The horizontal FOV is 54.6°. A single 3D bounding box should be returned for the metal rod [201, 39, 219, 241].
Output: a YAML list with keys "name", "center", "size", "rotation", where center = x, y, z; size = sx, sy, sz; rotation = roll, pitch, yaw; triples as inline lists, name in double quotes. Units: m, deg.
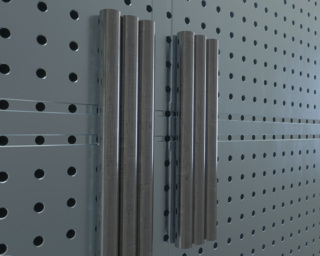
- name: "metal rod"
  center: [0.075, 0.017, 0.470]
  size: [0.025, 0.025, 0.298]
  rotation: [1, 89, -40]

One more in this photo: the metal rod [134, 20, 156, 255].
- name: "metal rod"
  center: [-0.020, 0.017, 0.391]
  size: [0.025, 0.025, 0.298]
  rotation: [1, 89, -40]

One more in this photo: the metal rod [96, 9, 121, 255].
- name: "metal rod"
  center: [-0.059, 0.016, 0.358]
  size: [0.025, 0.025, 0.298]
  rotation: [1, 89, -40]

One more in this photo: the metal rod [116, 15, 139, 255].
- name: "metal rod"
  center: [-0.039, 0.017, 0.375]
  size: [0.025, 0.025, 0.298]
  rotation: [1, 89, -40]

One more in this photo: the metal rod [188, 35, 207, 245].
- name: "metal rod"
  center: [0.054, 0.017, 0.452]
  size: [0.025, 0.025, 0.298]
  rotation: [1, 89, -40]

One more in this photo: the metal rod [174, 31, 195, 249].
- name: "metal rod"
  center: [0.035, 0.016, 0.436]
  size: [0.025, 0.025, 0.298]
  rotation: [1, 89, -40]
